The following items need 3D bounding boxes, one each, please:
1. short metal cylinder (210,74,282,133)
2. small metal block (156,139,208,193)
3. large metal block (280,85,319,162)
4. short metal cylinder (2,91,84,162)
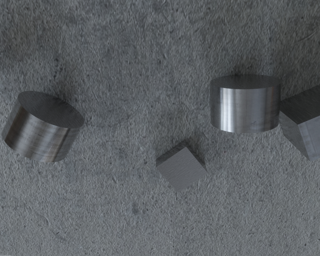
[{"bbox_3d":[0.101,-0.032,0.370,0.080,0.080,0.050,-4,110,1],"label":"short metal cylinder"},{"bbox_3d":[0.030,0.053,0.430,0.050,0.025,0.050,-36,107,12],"label":"small metal block"},{"bbox_3d":[0.197,-0.012,0.378,0.080,0.080,0.050,-24,109,8],"label":"large metal block"},{"bbox_3d":[-0.141,-0.003,0.378,0.080,0.080,0.050,29,108,-10],"label":"short metal cylinder"}]
